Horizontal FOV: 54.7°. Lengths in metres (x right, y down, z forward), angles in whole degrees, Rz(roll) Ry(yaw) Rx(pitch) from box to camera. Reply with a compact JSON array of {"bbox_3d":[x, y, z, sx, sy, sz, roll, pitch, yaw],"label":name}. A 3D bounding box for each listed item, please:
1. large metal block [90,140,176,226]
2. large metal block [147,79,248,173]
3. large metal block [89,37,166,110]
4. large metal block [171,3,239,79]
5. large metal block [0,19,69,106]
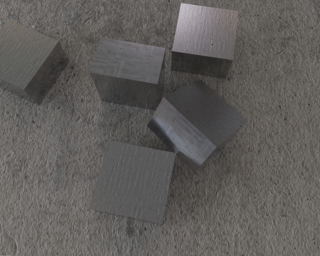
[{"bbox_3d":[-0.029,0.067,0.370,0.080,0.050,0.080,11,70,4],"label":"large metal block"},{"bbox_3d":[0.046,-0.006,0.378,0.080,0.050,0.081,45,43,14],"label":"large metal block"},{"bbox_3d":[-0.037,-0.067,0.403,0.080,0.080,0.050,10,71,4],"label":"large metal block"},{"bbox_3d":[0.062,-0.123,0.440,0.080,0.050,0.080,9,70,3],"label":"large metal block"},{"bbox_3d":[-0.187,-0.089,0.426,0.080,0.050,0.080,25,72,8],"label":"large metal block"}]
